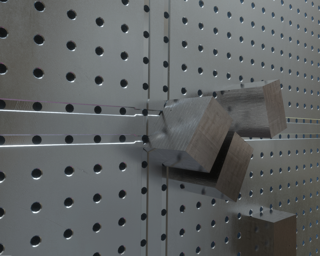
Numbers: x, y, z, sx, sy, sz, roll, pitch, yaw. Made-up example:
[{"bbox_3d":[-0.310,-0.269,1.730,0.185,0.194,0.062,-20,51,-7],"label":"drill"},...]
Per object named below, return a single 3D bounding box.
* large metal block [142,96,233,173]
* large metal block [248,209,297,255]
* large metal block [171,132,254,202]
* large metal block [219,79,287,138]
[{"bbox_3d":[0.036,0.007,0.406,0.050,0.080,0.080,43,64,-32],"label":"large metal block"},{"bbox_3d":[0.208,0.201,0.572,0.081,0.050,0.079,1,90,-40],"label":"large metal block"},{"bbox_3d":[0.074,0.051,0.438,0.050,0.080,0.080,37,67,-34],"label":"large metal block"},{"bbox_3d":[0.150,-0.031,0.502,0.050,0.080,0.079,-23,105,-38],"label":"large metal block"}]
